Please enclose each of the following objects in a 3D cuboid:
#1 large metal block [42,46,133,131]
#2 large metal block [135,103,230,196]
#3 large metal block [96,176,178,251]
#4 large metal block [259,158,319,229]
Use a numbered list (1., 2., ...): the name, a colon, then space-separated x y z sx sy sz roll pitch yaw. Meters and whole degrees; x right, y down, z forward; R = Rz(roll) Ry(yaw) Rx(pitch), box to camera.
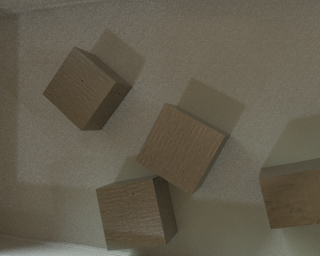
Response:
1. large metal block: -0.100 -0.052 0.431 0.080 0.050 0.080 41 103 15
2. large metal block: 0.029 0.024 0.386 0.080 0.050 0.080 30 100 17
3. large metal block: -0.029 0.109 0.407 0.080 0.050 0.080 -13 86 19
4. large metal block: 0.153 0.065 0.327 0.080 0.080 0.050 -14 86 19
